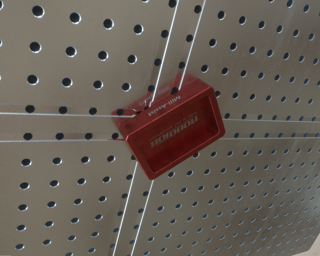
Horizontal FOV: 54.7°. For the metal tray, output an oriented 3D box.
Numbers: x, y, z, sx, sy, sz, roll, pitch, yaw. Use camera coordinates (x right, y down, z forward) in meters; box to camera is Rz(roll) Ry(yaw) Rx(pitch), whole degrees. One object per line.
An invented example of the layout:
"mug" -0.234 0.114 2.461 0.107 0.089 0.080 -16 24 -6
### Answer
"metal tray" 0.021 0.003 0.422 0.131 0.030 0.090 -31 129 -9
